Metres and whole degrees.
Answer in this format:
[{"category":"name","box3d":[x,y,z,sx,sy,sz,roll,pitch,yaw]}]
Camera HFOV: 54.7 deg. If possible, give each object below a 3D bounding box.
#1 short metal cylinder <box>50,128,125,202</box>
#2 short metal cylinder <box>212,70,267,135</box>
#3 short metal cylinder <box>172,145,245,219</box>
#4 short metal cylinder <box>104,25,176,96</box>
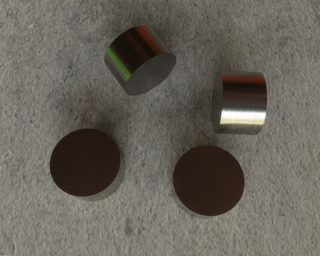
[{"category":"short metal cylinder","box3d":[-0.085,0.046,0.377,0.081,0.050,0.080,0,70,0]},{"category":"short metal cylinder","box3d":[0.097,-0.032,0.392,0.050,0.080,0.080,2,70,0]},{"category":"short metal cylinder","box3d":[0.055,0.066,0.371,0.081,0.050,0.080,0,70,-1]},{"category":"short metal cylinder","box3d":[-0.026,-0.088,0.411,0.080,0.080,0.050,-33,74,-11]}]
